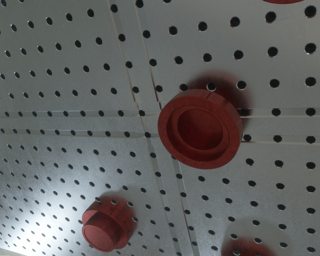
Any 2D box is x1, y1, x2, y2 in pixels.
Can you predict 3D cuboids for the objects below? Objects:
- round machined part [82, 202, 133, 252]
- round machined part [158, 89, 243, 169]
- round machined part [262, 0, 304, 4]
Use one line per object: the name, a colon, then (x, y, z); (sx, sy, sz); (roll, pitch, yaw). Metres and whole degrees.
round machined part: (-0.103, 0.188, 0.569); (0.098, 0.042, 0.097); (13, 124, 20)
round machined part: (0.050, -0.002, 0.371); (0.098, 0.042, 0.097); (13, 124, 20)
round machined part: (0.106, -0.152, 0.250); (0.098, 0.042, 0.097); (13, 124, 20)
